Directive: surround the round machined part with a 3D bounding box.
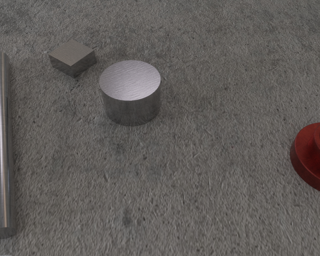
[{"bbox_3d":[0.212,0.029,0.369,0.099,0.042,0.098,0,50,0],"label":"round machined part"}]

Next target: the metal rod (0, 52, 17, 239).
[{"bbox_3d":[-0.207,-0.002,0.403,0.025,0.025,0.300,-15,52,-12],"label":"metal rod"}]

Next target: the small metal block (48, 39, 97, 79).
[{"bbox_3d":[-0.139,-0.111,0.496,0.050,0.025,0.050,29,56,22],"label":"small metal block"}]

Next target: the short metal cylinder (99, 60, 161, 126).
[{"bbox_3d":[-0.039,-0.049,0.427,0.081,0.050,0.080,0,50,0],"label":"short metal cylinder"}]
